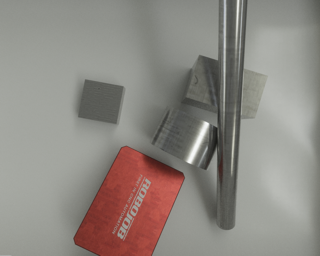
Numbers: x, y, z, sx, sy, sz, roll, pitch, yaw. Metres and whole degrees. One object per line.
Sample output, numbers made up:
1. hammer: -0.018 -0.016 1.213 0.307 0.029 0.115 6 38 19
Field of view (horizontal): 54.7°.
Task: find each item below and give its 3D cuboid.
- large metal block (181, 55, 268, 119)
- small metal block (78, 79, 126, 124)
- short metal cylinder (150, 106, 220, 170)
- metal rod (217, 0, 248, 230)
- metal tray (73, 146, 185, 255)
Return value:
1. large metal block: 0.075 -0.047 0.385 0.080 0.080 0.050 17 90 -1
2. small metal block: -0.076 -0.034 0.410 0.050 0.025 0.050 10 90 -1
3. short metal cylinder: 0.034 0.012 0.384 0.080 0.080 0.050 25 90 -1
4. metal rod: 0.076 -0.001 0.341 0.025 0.025 0.298 -6 120 0
5. metal tray: -0.036 0.099 0.387 0.090 0.030 0.130 26 70 0
